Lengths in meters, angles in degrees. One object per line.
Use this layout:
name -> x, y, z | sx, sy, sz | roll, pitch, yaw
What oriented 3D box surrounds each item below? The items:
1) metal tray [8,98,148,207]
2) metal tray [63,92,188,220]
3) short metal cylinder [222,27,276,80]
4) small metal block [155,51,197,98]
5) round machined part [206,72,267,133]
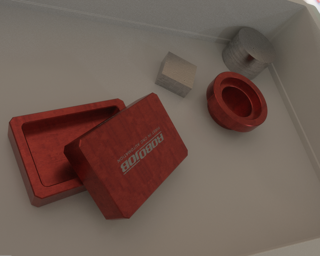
metal tray -> -0.086, 0.021, 0.343 | 0.131, 0.030, 0.090 | -15, 70, -34
metal tray -> -0.029, 0.026, 0.343 | 0.131, 0.030, 0.090 | -40, 105, -46
short metal cylinder -> 0.160, -0.134, 0.560 | 0.081, 0.050, 0.080 | 14, 56, -21
small metal block -> 0.025, -0.081, 0.470 | 0.050, 0.025, 0.050 | 25, 53, -13
round machined part -> 0.113, -0.036, 0.480 | 0.099, 0.042, 0.098 | 14, 56, -21
